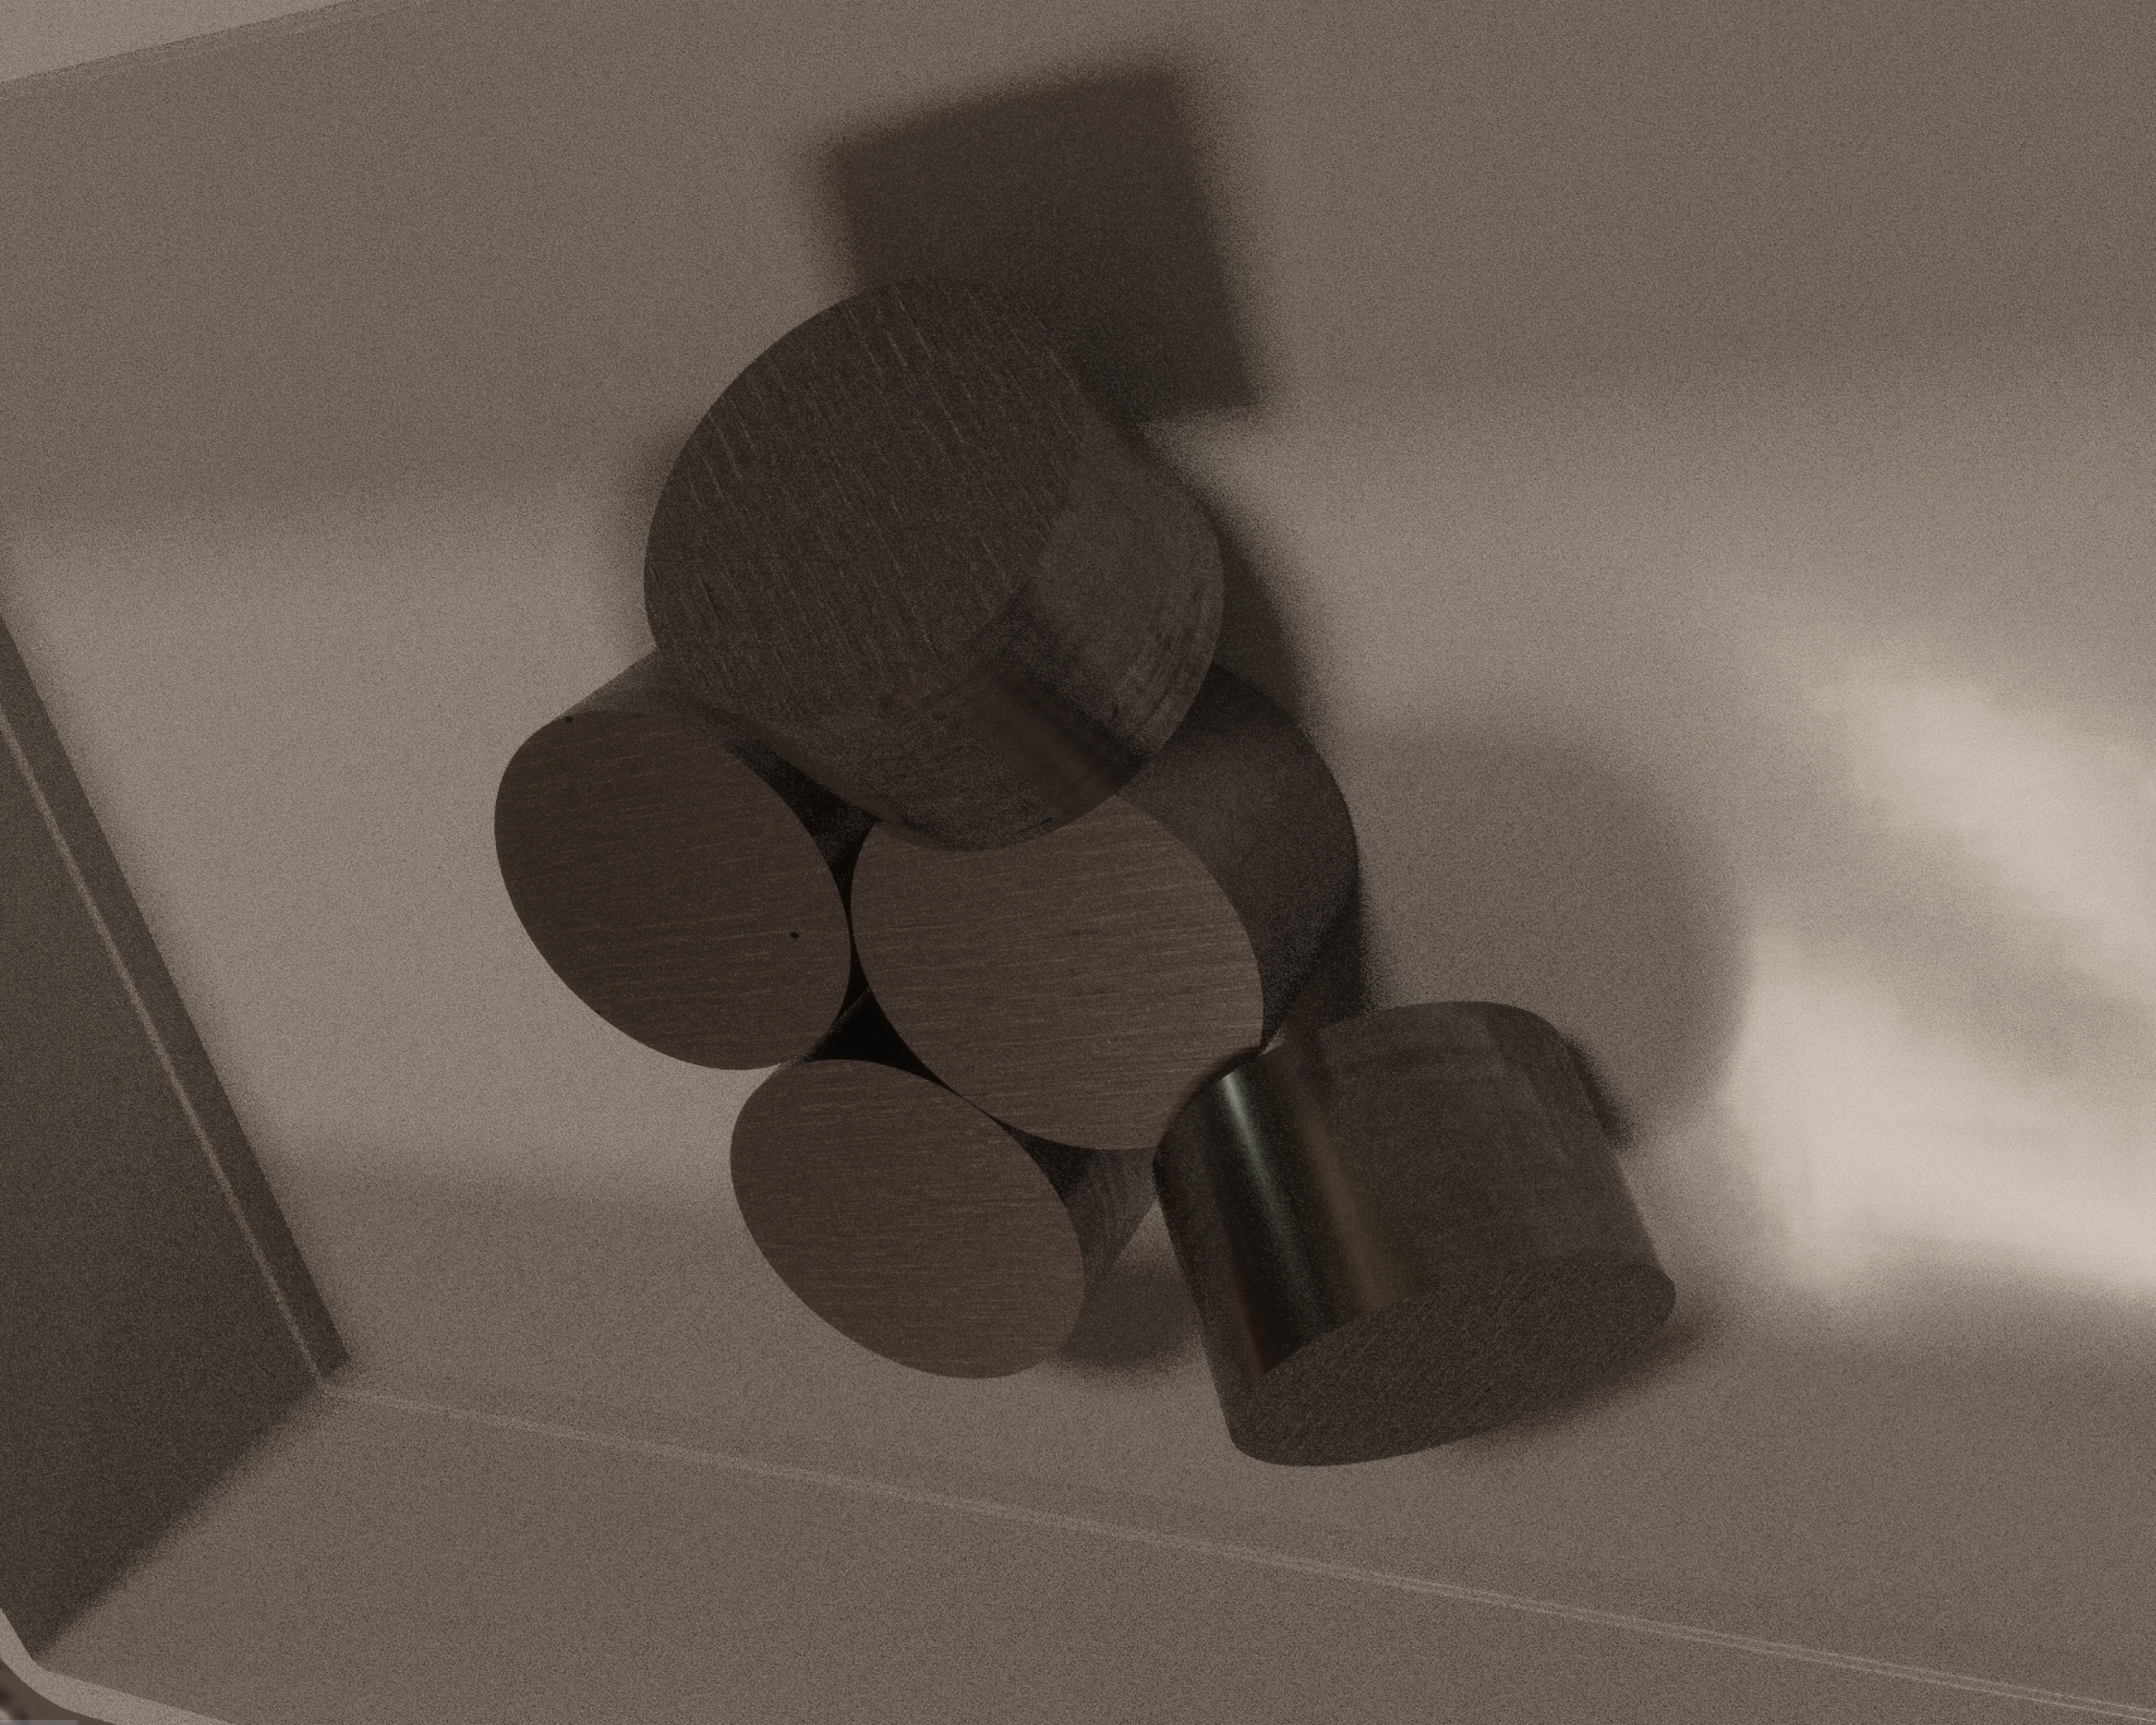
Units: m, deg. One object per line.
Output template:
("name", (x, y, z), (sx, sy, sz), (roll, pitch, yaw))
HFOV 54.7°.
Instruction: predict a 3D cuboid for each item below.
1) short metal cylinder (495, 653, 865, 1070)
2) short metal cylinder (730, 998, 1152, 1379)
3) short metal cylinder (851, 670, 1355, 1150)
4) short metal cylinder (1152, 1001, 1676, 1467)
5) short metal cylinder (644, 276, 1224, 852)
("short metal cylinder", (-0.069, -0.005, 0.421), (0.080, 0.050, 0.079), (13, 124, 20))
("short metal cylinder", (-0.025, 0.061, 0.439), (0.080, 0.050, 0.079), (13, 124, 20))
("short metal cylinder", (0.005, 0.006, 0.390), (0.080, 0.050, 0.079), (13, 124, 20))
("short metal cylinder", (0.059, 0.068, 0.374), (0.081, 0.050, 0.080), (-12, 145, -8))
("short metal cylinder", (-0.023, -0.048, 0.343), (0.080, 0.080, 0.050), (-3, 155, 29))
